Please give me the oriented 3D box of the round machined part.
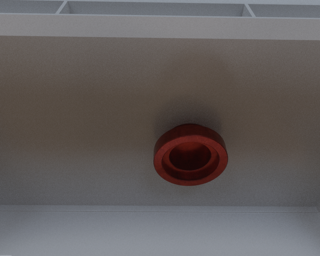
[{"bbox_3d":[0.040,0.032,0.425,0.099,0.042,0.097,0,130,0],"label":"round machined part"}]
